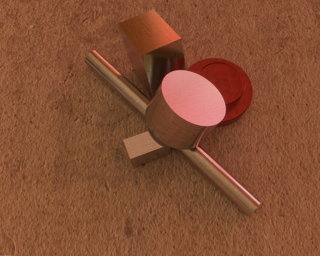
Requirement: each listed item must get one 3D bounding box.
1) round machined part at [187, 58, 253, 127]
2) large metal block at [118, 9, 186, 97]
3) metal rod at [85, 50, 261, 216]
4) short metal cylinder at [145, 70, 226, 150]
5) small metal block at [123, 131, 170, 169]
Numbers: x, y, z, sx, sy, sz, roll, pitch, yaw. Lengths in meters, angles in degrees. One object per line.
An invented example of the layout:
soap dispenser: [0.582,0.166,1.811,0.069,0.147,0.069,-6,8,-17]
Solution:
round machined part: [0.077,-0.054,0.420,0.099,0.042,0.098,0,70,-1]
large metal block: [-0.007,-0.093,0.403,0.050,0.080,0.080,-26,50,-8]
metal rod: [0.008,-0.002,0.411,0.300,0.025,0.025,43,75,14]
short metal cylinder: [0.029,-0.021,0.365,0.081,0.050,0.080,14,51,-18]
small metal block: [-0.016,0.025,0.387,0.050,0.050,0.025,-20,71,-8]
